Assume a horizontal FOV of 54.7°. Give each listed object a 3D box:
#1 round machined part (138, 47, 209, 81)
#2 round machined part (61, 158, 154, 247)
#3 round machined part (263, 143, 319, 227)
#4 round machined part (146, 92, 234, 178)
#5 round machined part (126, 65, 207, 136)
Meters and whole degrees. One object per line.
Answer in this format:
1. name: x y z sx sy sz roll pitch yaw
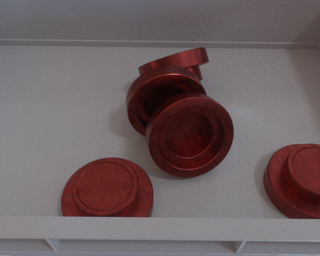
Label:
1. round machined part: 0.022 -0.078 0.438 0.099 0.098 0.042 -19 97 -16
2. round machined part: -0.056 0.071 0.333 0.099 0.042 0.098 0 50 0
3. round machined part: 0.172 0.056 0.349 0.099 0.042 0.098 0 50 0
4. round machined part: 0.032 0.005 0.362 0.099 0.097 0.042 -10 23 -9
5. round machined part: 0.006 -0.035 0.389 0.099 0.097 0.042 -8 40 -7
